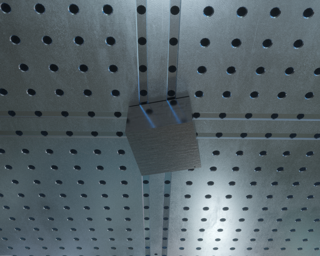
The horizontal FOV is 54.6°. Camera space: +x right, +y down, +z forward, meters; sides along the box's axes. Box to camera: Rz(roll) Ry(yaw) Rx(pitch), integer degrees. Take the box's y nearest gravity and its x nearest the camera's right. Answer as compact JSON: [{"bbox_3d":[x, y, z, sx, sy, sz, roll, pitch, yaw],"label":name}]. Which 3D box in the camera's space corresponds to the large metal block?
[{"bbox_3d":[0.007,0.012,0.404,0.080,0.050,0.080,-9,130,8],"label":"large metal block"}]
